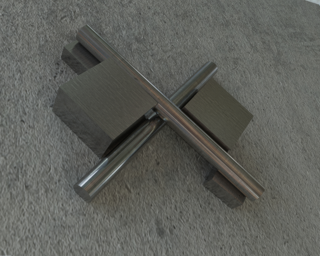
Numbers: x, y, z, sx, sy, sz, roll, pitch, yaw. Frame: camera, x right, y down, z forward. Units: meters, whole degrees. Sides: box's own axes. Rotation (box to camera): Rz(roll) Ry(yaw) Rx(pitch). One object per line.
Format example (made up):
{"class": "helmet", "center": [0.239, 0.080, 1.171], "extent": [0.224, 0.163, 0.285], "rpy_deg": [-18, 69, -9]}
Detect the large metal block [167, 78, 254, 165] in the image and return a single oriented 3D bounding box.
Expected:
{"class": "large metal block", "center": [0.071, -0.010, 0.434], "extent": [0.080, 0.050, 0.080], "rpy_deg": [43, 51, 1]}

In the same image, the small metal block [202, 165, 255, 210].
{"class": "small metal block", "center": [0.092, 0.070, 0.412], "extent": [0.050, 0.025, 0.050], "rpy_deg": [40, 51, -1]}

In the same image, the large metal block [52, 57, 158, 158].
{"class": "large metal block", "center": [-0.065, -0.025, 0.367], "extent": [0.080, 0.050, 0.080], "rpy_deg": [45, 51, 3]}

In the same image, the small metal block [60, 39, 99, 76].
{"class": "small metal block", "center": [-0.094, -0.092, 0.412], "extent": [0.050, 0.025, 0.050], "rpy_deg": [45, 51, 2]}

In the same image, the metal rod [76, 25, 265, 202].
{"class": "metal rod", "center": [0.012, -0.019, 0.391], "extent": [0.300, 0.025, 0.025], "rpy_deg": [43, 51, 1]}

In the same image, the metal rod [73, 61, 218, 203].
{"class": "metal rod", "center": [0.002, -0.015, 0.416], "extent": [0.025, 0.025, 0.302], "rpy_deg": [43, 51, 1]}
